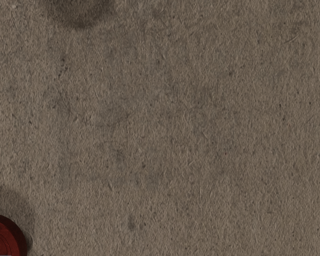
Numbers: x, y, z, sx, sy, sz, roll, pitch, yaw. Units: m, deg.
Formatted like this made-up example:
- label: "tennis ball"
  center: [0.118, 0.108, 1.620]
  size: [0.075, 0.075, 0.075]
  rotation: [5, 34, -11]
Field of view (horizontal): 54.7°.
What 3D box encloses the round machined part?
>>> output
- label: "round machined part"
  center: [-0.220, 0.158, 0.399]
  size: [0.099, 0.042, 0.097]
  rotation: [0, 90, -1]
